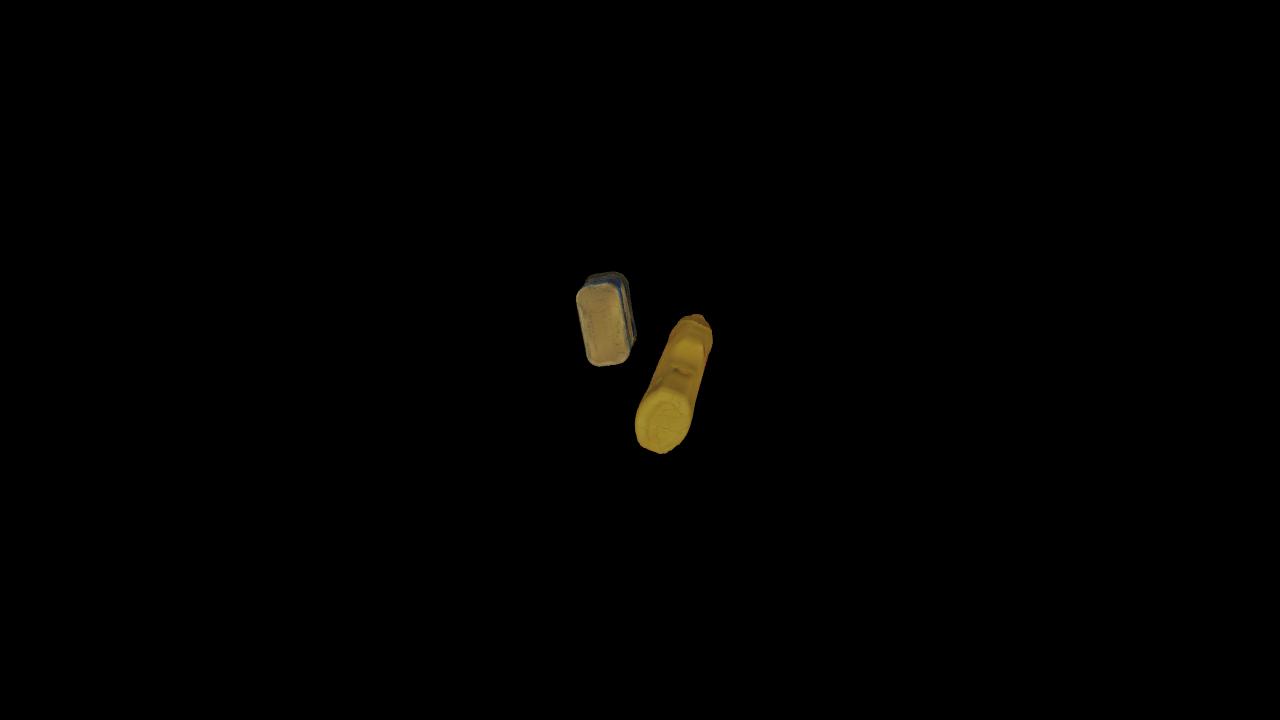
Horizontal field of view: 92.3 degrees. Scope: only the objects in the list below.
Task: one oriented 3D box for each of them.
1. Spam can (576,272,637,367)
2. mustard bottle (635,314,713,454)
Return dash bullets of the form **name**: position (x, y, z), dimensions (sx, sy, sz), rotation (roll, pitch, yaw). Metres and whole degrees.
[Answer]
- **Spam can**: position (-0.039, -0.050, 0.741), dimensions (0.058, 0.101, 0.085), rotation (-9, 15, 5)
- **mustard bottle**: position (0.044, 0.007, 0.660), dimensions (0.054, 0.092, 0.184), rotation (16, 41, 6)
